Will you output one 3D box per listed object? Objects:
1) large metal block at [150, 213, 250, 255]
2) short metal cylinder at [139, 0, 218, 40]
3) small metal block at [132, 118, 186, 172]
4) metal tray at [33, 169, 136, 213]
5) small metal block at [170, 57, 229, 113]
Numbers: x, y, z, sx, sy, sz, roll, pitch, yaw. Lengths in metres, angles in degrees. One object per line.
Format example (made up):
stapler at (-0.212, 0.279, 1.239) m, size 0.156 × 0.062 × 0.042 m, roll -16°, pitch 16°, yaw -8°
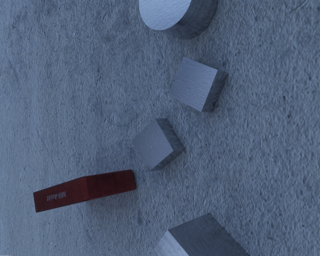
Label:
large metal block at (0.047, 0.146, 0.331) m, size 0.080 × 0.081 × 0.050 m, roll 44°, pitch 117°, yaw 31°
short metal cylinder at (0.021, -0.152, 0.371) m, size 0.080 × 0.050 × 0.079 m, roll 0°, pitch 90°, yaw 40°
small metal block at (-0.002, 0.022, 0.407) m, size 0.050 × 0.025 × 0.050 m, roll -44°, pitch 64°, yaw 31°
metal tray at (-0.112, 0.093, 0.454) m, size 0.130 × 0.091 × 0.030 m, roll -21°, pitch 77°, yaw 38°
small metal block at (0.045, -0.051, 0.368) m, size 0.050 × 0.025 × 0.050 m, roll 31°, pitch 109°, yaw 35°
